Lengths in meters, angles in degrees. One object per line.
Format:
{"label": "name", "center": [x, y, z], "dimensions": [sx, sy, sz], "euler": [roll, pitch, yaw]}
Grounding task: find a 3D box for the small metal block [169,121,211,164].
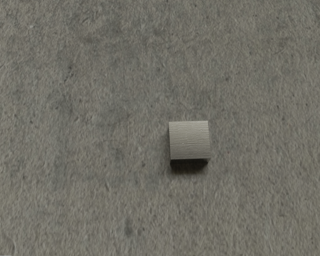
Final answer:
{"label": "small metal block", "center": [0.037, 0.019, 0.402], "dimensions": [0.050, 0.025, 0.050], "euler": [-2, 70, -1]}
